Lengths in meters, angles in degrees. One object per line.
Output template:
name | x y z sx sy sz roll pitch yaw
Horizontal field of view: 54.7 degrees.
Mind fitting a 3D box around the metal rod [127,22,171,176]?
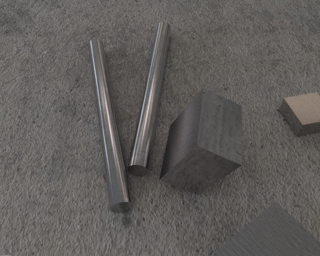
metal rod | -0.009 -0.064 0.457 0.025 0.025 0.300 5 50 4

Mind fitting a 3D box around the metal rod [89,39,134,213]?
metal rod | -0.074 -0.027 0.425 0.025 0.025 0.300 -10 51 -8

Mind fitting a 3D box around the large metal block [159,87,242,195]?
large metal block | 0.046 0.016 0.345 0.050 0.080 0.080 24 49 -14

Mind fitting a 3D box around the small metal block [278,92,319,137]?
small metal block | 0.199 -0.019 0.421 0.050 0.025 0.050 -10 51 -9

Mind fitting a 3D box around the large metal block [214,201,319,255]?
large metal block | 0.103 0.129 0.280 0.081 0.050 0.080 -30 56 -23
